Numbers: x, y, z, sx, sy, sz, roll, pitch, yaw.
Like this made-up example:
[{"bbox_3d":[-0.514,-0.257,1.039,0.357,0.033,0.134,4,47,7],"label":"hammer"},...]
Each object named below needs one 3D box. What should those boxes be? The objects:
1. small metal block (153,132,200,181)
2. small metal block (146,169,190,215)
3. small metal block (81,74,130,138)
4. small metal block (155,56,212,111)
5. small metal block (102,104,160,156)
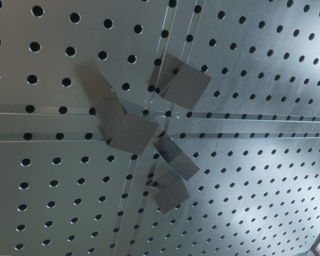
[{"bbox_3d":[0.023,0.040,0.434,0.025,0.050,0.050,-43,130,1],"label":"small metal block"},{"bbox_3d":[0.014,0.099,0.482,0.050,0.025,0.050,-30,129,-9],"label":"small metal block"},{"bbox_3d":[-0.061,-0.025,0.347,0.025,0.050,0.050,-26,128,-12],"label":"small metal block"},{"bbox_3d":[0.030,-0.056,0.395,0.050,0.025,0.050,20,108,-36],"label":"small metal block"},{"bbox_3d":[-0.037,0.003,0.394,0.050,0.025,0.050,20,108,-36],"label":"small metal block"}]
